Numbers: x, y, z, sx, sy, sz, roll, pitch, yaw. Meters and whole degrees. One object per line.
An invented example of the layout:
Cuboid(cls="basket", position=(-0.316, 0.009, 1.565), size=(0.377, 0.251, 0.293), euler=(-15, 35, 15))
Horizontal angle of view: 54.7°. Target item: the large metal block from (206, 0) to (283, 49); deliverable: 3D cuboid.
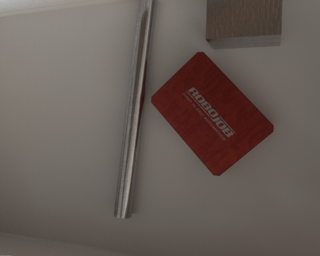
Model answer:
Cuboid(cls="large metal block", position=(0.099, -0.140, 0.362), size=(0.080, 0.050, 0.079), euler=(2, 91, 19))

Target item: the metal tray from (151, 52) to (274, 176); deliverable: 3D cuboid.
Cuboid(cls="metal tray", position=(0.063, -0.018, 0.385), size=(0.090, 0.030, 0.130), euler=(-43, 77, 14))

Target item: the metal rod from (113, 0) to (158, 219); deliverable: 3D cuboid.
Cuboid(cls="metal rod", position=(-0.033, -0.027, 0.421), size=(0.025, 0.025, 0.298), euler=(8, 93, 19))
